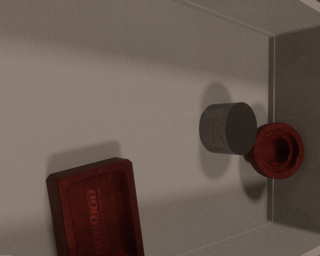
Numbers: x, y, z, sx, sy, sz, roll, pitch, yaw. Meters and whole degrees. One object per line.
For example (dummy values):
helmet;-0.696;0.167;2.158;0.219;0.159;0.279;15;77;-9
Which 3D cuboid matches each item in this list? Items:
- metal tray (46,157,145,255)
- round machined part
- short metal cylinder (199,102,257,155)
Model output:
metal tray;-0.068;0.106;0.347;0.091;0.030;0.129;-12;98;-40
round machined part;0.200;0.040;0.550;0.099;0.042;0.097;1;86;-13
short metal cylinder;0.107;0.001;0.483;0.081;0.050;0.079;0;90;-40
